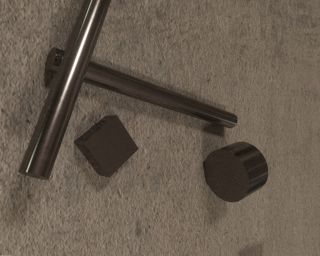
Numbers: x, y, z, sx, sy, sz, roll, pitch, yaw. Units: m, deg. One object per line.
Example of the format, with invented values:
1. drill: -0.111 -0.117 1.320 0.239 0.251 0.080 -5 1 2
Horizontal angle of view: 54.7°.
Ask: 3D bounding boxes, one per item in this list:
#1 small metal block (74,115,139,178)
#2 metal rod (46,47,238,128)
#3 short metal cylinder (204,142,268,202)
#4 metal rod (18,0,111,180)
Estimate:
1. small metal block: -0.060 0.020 0.356 0.050 0.025 0.050 -45 117 -31
2. metal rod: 0.003 -0.041 0.408 0.302 0.025 0.025 14 81 -39
3. short metal cylinder: 0.114 0.065 0.467 0.050 0.080 0.079 -15 100 -39
4. metal rod: -0.075 -0.096 0.314 0.025 0.025 0.299 30 63 -37
